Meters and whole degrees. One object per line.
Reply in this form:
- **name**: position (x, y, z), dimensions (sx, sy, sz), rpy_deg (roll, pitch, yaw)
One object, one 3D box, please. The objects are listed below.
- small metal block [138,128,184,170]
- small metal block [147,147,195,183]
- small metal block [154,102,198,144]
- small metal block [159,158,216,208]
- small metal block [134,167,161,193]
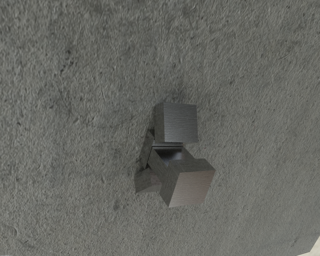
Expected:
- **small metal block**: position (0.003, 0.029, 0.431), dimensions (0.050, 0.025, 0.050), rpy_deg (2, 117, -30)
- **small metal block**: position (0.019, 0.048, 0.401), dimensions (0.050, 0.050, 0.025), rpy_deg (2, 117, -30)
- **small metal block**: position (0.021, -0.005, 0.403), dimensions (0.050, 0.025, 0.050), rpy_deg (3, 81, -30)
- **small metal block**: position (0.032, 0.065, 0.371), dimensions (0.050, 0.025, 0.050), rpy_deg (1, 118, -29)
- **small metal block**: position (-0.003, 0.073, 0.438), dimensions (0.050, 0.025, 0.050), rpy_deg (2, 158, -30)
